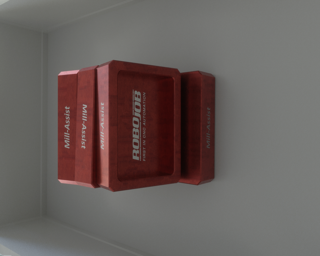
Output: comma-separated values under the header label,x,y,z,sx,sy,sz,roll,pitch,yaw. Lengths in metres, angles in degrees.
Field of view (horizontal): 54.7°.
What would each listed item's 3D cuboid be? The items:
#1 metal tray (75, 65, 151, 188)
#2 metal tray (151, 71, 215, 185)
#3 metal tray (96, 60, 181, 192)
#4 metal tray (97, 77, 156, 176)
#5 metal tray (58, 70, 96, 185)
label,x,y,z,sx,sy,sz,roll,pitch,yaw
metal tray,-0.052,0.000,0.364,0.030,0.091,0.129,0,88,40
metal tray,0.021,-0.001,0.384,0.090,0.030,0.129,1,90,40
metal tray,-0.021,-0.002,0.337,0.030,0.091,0.129,0,90,54
metal tray,-0.049,-0.003,0.441,0.090,0.030,0.129,1,90,40
metal tray,-0.084,-0.001,0.389,0.030,0.090,0.129,0,90,27
